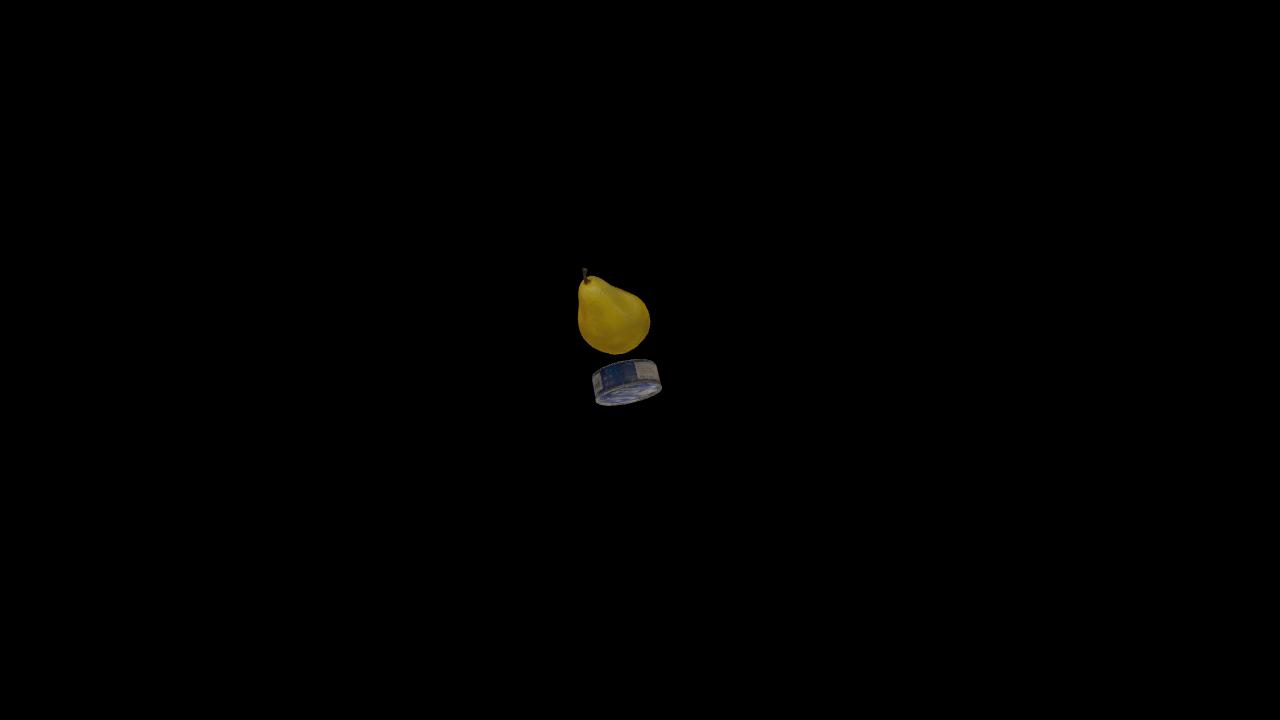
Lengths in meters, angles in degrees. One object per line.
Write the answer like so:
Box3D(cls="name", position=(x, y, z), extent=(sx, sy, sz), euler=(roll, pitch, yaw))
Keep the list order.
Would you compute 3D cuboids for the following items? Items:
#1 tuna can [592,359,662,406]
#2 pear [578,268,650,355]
Box3D(cls="tuna can", position=(-0.017, 0.028, 0.762), extent=(0.084, 0.034, 0.084), euler=(-12, -18, -4))
Box3D(cls="pear", position=(-0.041, -0.056, 0.653), extent=(0.080, 0.080, 0.111), euler=(0, -37, 43))
